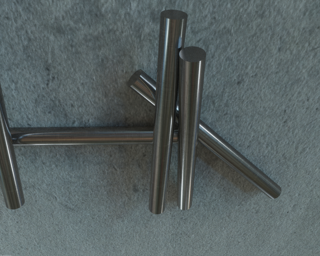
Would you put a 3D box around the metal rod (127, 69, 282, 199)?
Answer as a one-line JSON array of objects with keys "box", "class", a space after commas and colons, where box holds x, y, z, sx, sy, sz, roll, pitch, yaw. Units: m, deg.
[{"box": [0.077, 0.022, 0.427, 0.301, 0.025, 0.025, 37, 121, -28], "class": "metal rod"}]

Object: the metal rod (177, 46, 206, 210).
[{"box": [0.036, 0.028, 0.402, 0.025, 0.025, 0.298, -2, 139, 1], "class": "metal rod"}]

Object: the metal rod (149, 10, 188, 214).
[{"box": [0.004, 0.009, 0.380, 0.025, 0.025, 0.298, 2, 130, -3], "class": "metal rod"}]

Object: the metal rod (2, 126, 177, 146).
[{"box": [-0.126, 0.011, 0.414, 0.302, 0.025, 0.025, -1, 130, 0], "class": "metal rod"}]

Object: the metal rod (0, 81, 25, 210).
[{"box": [-0.194, -0.017, 0.364, 0.025, 0.025, 0.298, 4, 123, -4], "class": "metal rod"}]
